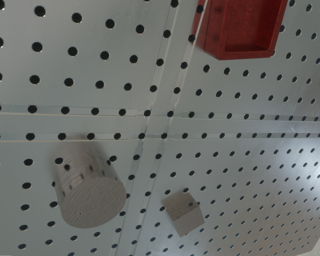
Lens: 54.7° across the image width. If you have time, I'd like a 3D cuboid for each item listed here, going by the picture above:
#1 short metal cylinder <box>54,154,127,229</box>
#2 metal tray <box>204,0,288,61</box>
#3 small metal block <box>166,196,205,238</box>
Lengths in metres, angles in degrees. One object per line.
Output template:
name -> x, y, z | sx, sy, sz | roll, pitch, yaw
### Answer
short metal cylinder -> -0.089, 0.080, 0.396 | 0.081, 0.050, 0.079 | -14, 124, -21
metal tray -> 0.109, -0.150, 0.373 | 0.091, 0.030, 0.129 | -9, 122, -24
small metal block -> 0.045, 0.152, 0.530 | 0.050, 0.025, 0.050 | -28, 128, -11
